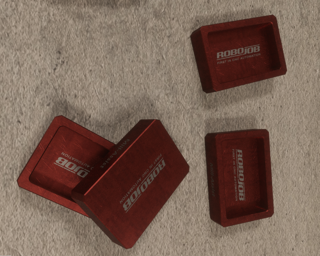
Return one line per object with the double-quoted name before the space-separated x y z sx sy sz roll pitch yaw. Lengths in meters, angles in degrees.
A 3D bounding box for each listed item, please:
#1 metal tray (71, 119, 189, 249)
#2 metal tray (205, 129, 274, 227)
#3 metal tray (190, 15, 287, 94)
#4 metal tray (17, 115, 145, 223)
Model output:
"metal tray" -0.028 0.062 0.369 0.131 0.030 0.090 -48 119 -30
"metal tray" 0.116 0.069 0.450 0.091 0.030 0.129 -5 92 -20
"metal tray" 0.117 -0.108 0.450 0.131 0.030 0.089 -16 96 -20
"metal tray" -0.088 0.053 0.374 0.131 0.030 0.090 31 80 -18
